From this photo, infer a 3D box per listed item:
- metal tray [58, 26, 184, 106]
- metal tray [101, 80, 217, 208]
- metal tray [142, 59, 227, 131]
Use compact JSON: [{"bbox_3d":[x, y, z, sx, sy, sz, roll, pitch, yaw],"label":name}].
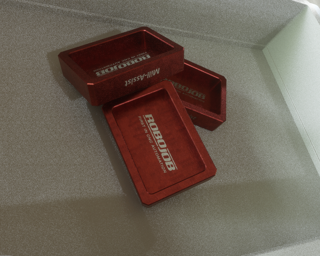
[{"bbox_3d":[-0.046,-0.082,0.385,0.131,0.030,0.090,-26,47,-25],"label":"metal tray"},{"bbox_3d":[-0.003,0.016,0.367,0.091,0.030,0.130,-22,73,-11],"label":"metal tray"},{"bbox_3d":[0.035,-0.058,0.455,0.131,0.030,0.090,20,54,-16],"label":"metal tray"}]
